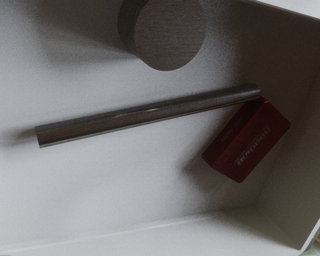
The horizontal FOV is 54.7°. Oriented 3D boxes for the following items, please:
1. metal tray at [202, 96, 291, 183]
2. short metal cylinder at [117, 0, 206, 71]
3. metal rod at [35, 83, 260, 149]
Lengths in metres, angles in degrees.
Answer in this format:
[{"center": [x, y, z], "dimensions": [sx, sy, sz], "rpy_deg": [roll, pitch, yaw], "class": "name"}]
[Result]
[{"center": [0.139, 0.020, 0.497], "dimensions": [0.090, 0.030, 0.130], "rpy_deg": [32, 101, -39], "class": "metal tray"}, {"center": [0.001, -0.107, 0.328], "dimensions": [0.081, 0.050, 0.079], "rpy_deg": [-14, 125, -21], "class": "short metal cylinder"}, {"center": [0.001, -0.021, 0.397], "dimensions": [0.303, 0.025, 0.025], "rpy_deg": [-13, 124, -22], "class": "metal rod"}]
